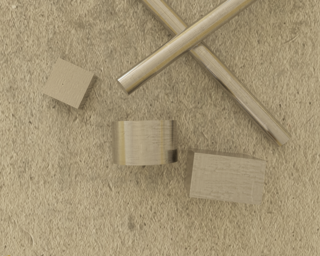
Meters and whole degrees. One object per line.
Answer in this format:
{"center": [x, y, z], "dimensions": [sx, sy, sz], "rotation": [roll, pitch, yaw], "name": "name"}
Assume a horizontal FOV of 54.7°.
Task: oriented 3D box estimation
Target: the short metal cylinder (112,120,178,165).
{"center": [-0.019, 0.016, 0.382], "dimensions": [0.081, 0.080, 0.050], "rotation": [-1, 90, -1], "name": "short metal cylinder"}

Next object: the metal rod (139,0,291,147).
{"center": [0.062, -0.092, 0.410], "dimensions": [0.025, 0.025, 0.300], "rotation": [-43, 91, 0], "name": "metal rod"}

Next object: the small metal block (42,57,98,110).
{"center": [-0.118, -0.058, 0.408], "dimensions": [0.050, 0.025, 0.050], "rotation": [25, 90, -1], "name": "small metal block"}

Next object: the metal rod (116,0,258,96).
{"center": [0.073, -0.139, 0.390], "dimensions": [0.301, 0.025, 0.025], "rotation": [-38, 90, -9], "name": "metal rod"}

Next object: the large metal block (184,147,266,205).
{"center": [0.075, 0.056, 0.384], "dimensions": [0.081, 0.080, 0.050], "rotation": [7, 90, -1], "name": "large metal block"}
